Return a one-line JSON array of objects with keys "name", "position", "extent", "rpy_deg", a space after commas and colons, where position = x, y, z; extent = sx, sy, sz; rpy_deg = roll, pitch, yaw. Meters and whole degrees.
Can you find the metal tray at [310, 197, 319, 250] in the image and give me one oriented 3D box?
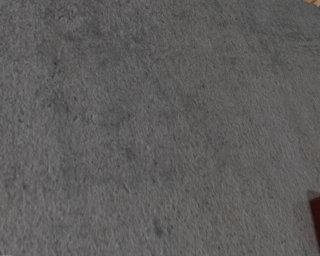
[{"name": "metal tray", "position": [0.294, 0.158, 0.465], "extent": [0.131, 0.030, 0.090], "rpy_deg": [17, 55, -19]}]
